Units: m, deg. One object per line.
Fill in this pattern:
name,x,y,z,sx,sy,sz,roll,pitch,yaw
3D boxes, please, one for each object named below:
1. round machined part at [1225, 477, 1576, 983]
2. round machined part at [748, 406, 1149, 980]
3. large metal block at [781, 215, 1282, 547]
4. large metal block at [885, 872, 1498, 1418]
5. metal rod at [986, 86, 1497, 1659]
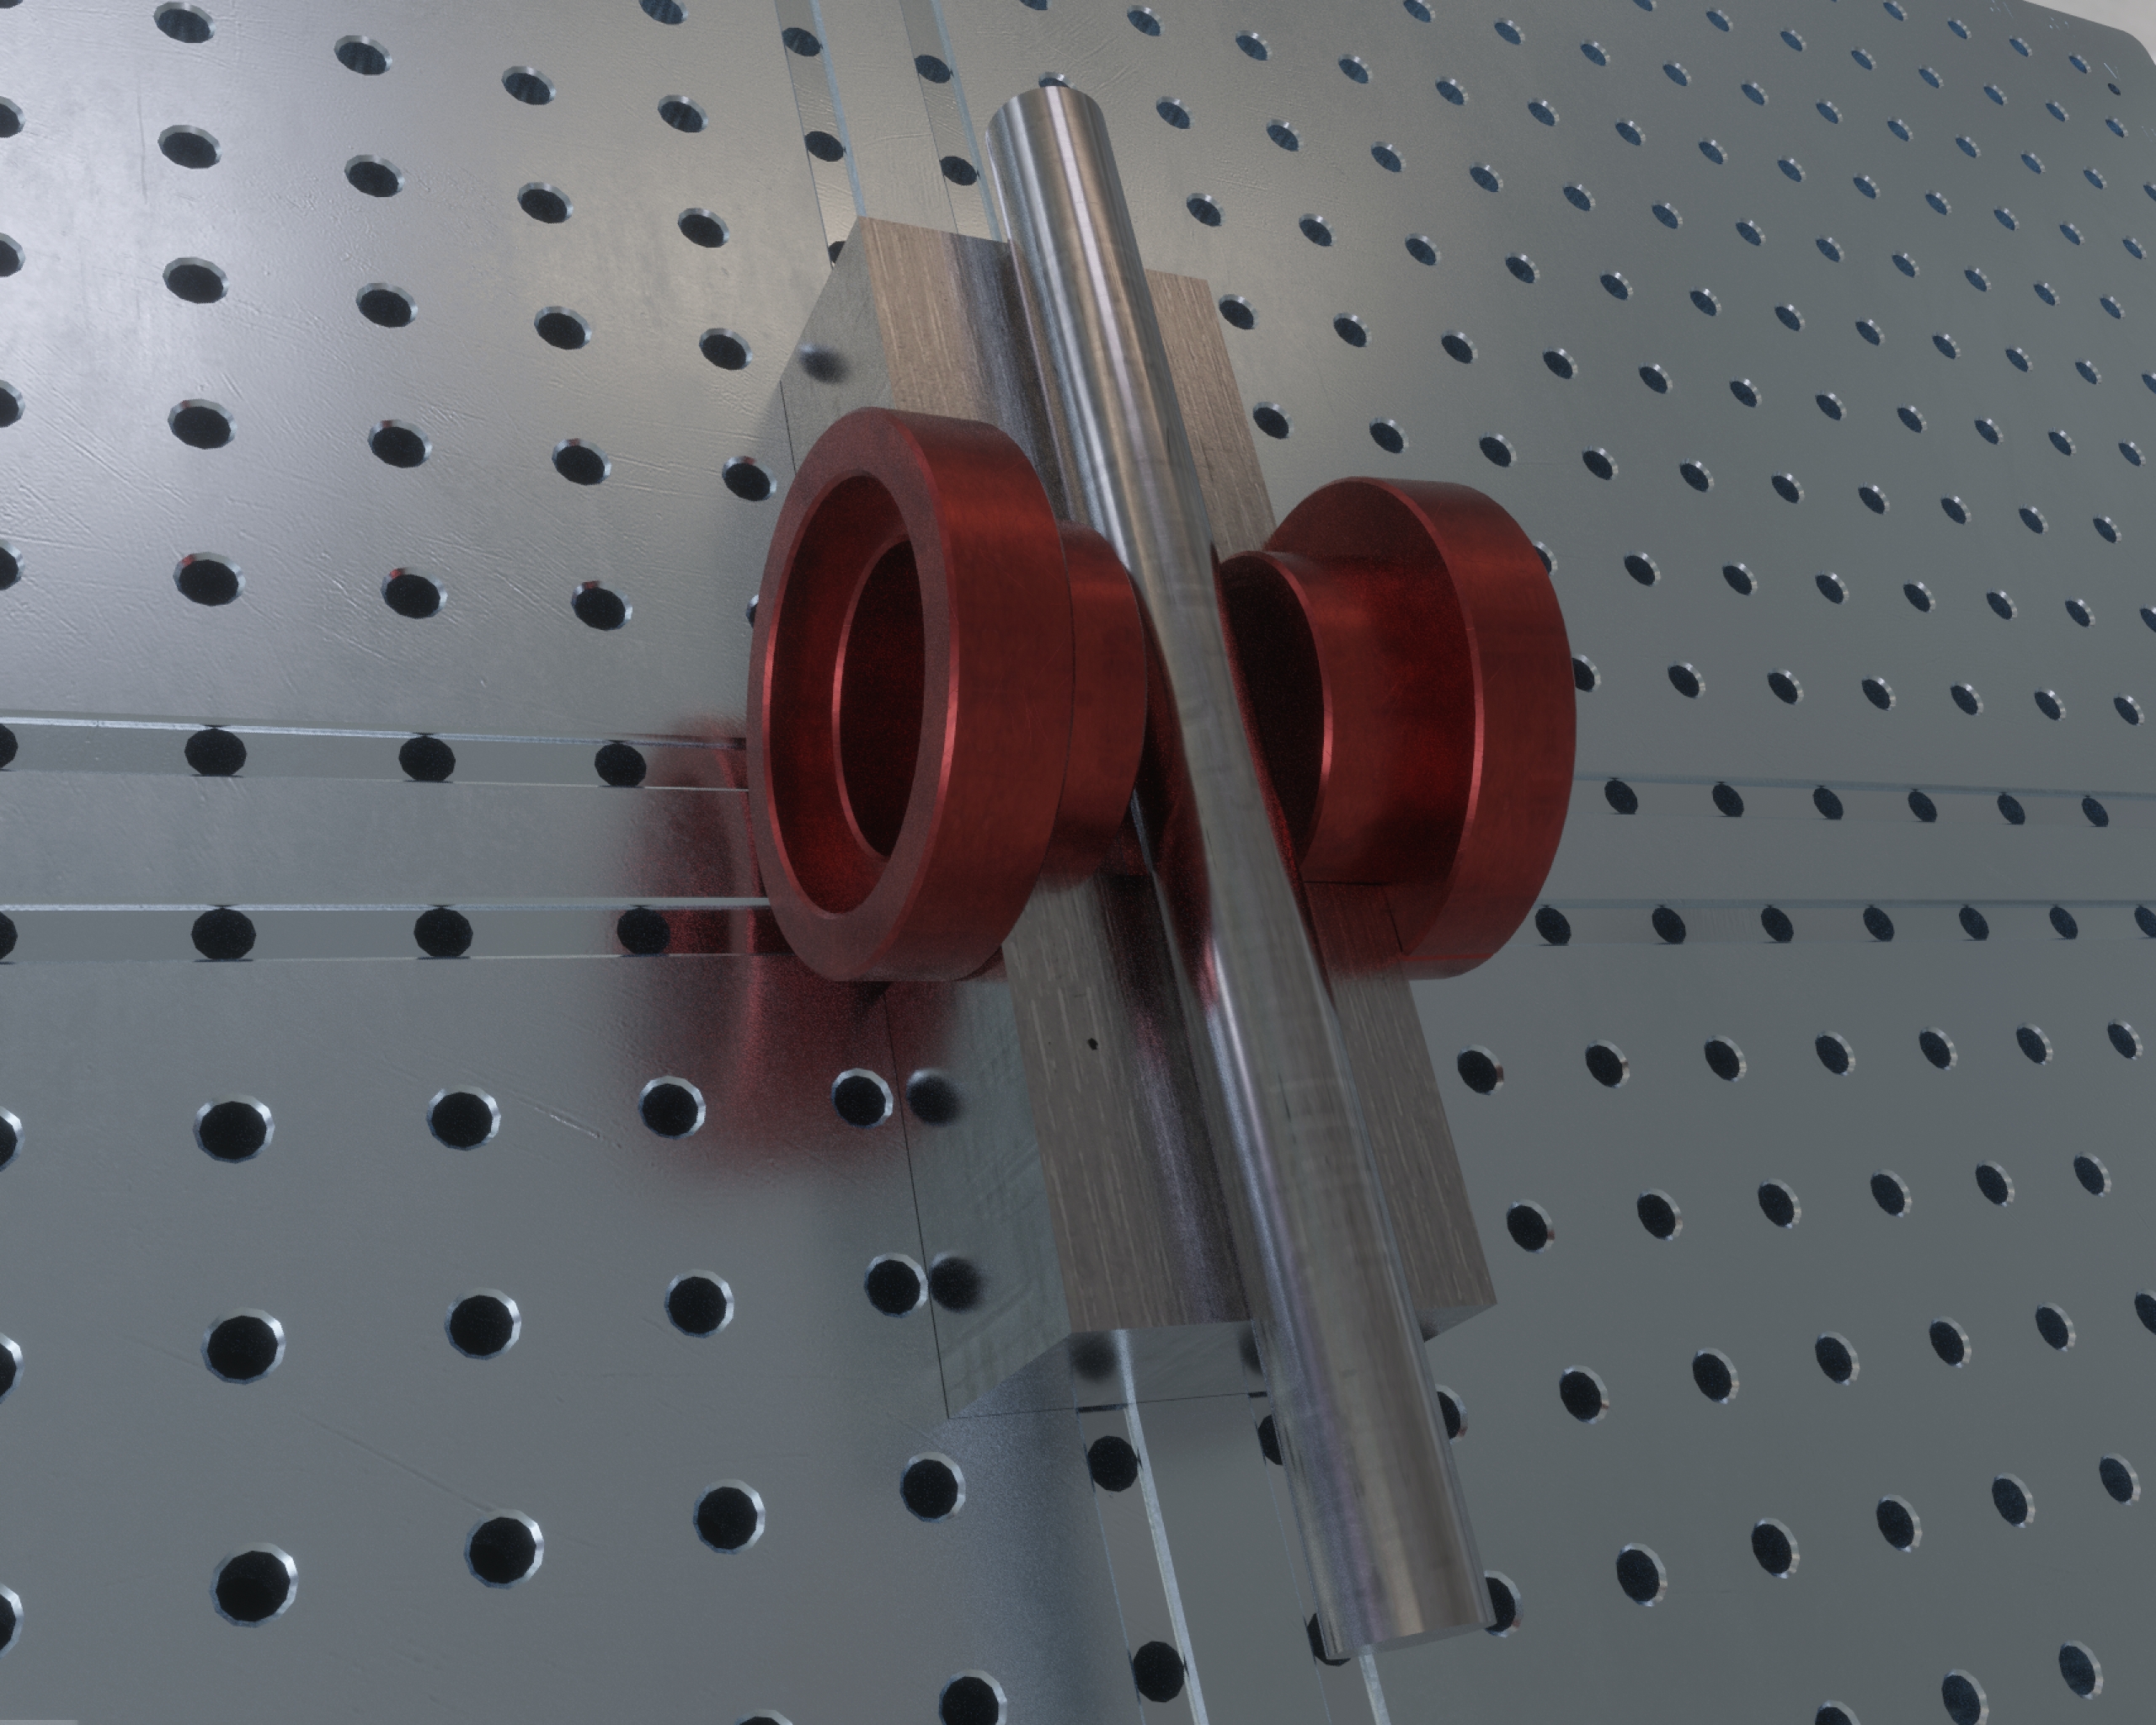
round machined part,0.049,-0.025,0.403,0.042,0.097,0.098,-1,62,-23
round machined part,-0.022,-0.028,0.365,0.042,0.097,0.098,2,61,-27
large metal block,-0.011,-0.081,0.435,0.081,0.050,0.080,2,61,-27
large metal block,0.017,0.049,0.371,0.081,0.050,0.080,3,61,-27
metal rod,0.021,-0.019,0.367,0.025,0.025,0.299,3,61,-27
